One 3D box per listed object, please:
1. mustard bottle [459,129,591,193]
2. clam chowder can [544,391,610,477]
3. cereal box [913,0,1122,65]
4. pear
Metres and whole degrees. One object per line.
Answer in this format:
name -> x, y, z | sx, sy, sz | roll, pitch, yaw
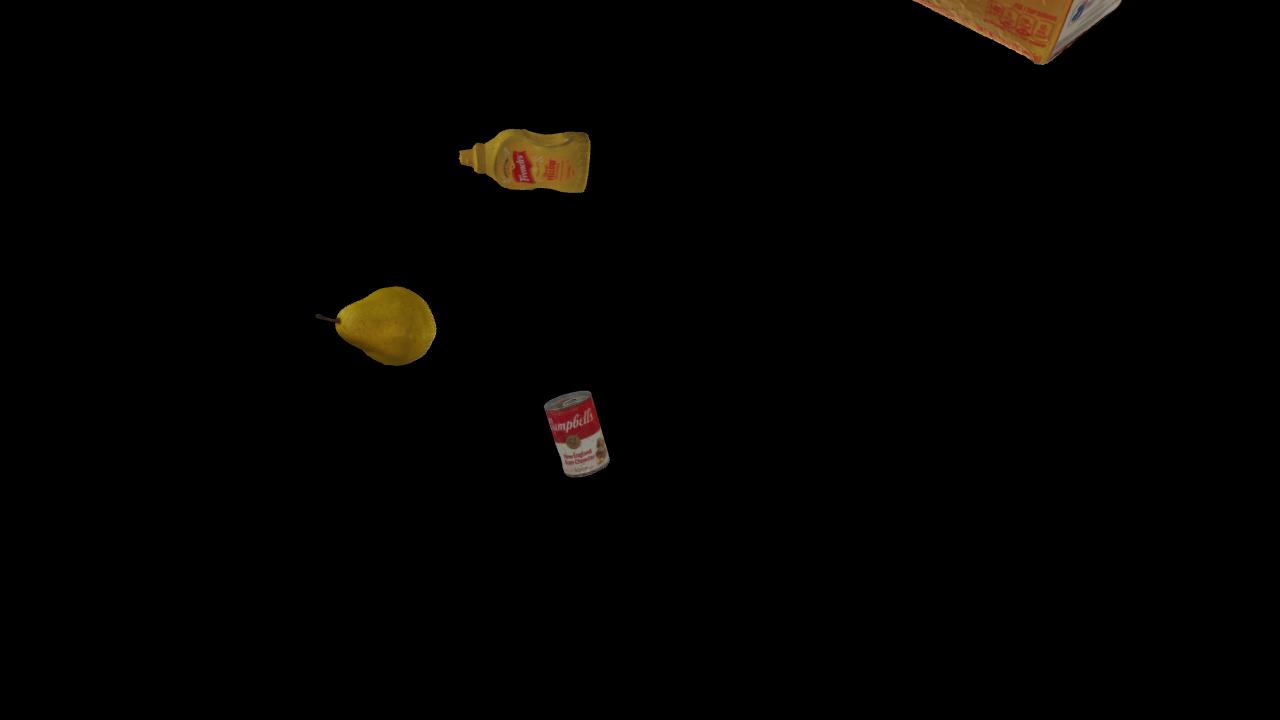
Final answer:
mustard bottle -> -0.168, -0.290, 0.895 | 0.184, 0.054, 0.092 | -2, -36, -15
clam chowder can -> -0.086, 0.101, 0.845 | 0.068, 0.102, 0.068 | -14, 13, 3
cereal box -> 0.193, -0.338, 0.311 | 0.081, 0.203, 0.306 | -37, -29, -4
pear -> -0.254, -0.031, 0.597 | 0.080, 0.080, 0.111 | 0, 7, 26
